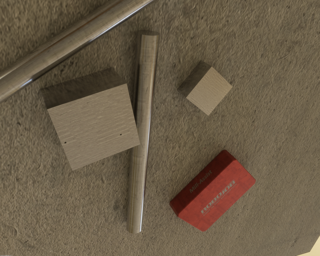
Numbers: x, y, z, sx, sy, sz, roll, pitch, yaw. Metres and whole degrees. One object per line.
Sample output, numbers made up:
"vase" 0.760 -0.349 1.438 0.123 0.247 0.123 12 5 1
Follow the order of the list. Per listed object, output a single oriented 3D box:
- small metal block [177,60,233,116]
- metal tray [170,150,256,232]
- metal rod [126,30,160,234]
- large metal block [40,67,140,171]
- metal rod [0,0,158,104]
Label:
"small metal block" 0.059 -0.052 0.409 0.050 0.025 0.050 33 100 -39
"metal tray" 0.091 0.108 0.523 0.130 0.030 0.090 -45 130 3
"metal rod" -0.026 0.026 0.409 0.025 0.025 0.298 -9 122 -24
"large metal block" -0.075 -0.011 0.344 0.081 0.050 0.079 -21 127 -16
"metal rod" -0.042 -0.118 0.311 0.301 0.025 0.025 -35 129 -5
